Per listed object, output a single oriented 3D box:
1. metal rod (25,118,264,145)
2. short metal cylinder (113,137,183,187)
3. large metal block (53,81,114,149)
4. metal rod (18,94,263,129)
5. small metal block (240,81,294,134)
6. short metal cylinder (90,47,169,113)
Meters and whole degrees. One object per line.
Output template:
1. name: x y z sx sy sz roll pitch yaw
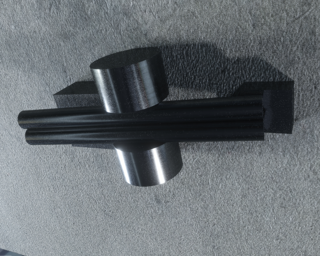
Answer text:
1. metal rod: -0.034 0.006 0.372 0.301 0.025 0.025 -2 118 20
2. short metal cylinder: -0.014 0.031 0.399 0.080 0.080 0.050 2 119 27
3. large metal block: -0.087 -0.019 0.427 0.080 0.050 0.080 2 119 27
4. metal rod: -0.039 -0.016 0.361 0.301 0.025 0.025 -2 118 20
5. small metal block: 0.116 -0.023 0.333 0.050 0.025 0.050 3 120 27
6. short metal cylinder: -0.034 -0.057 0.355 0.080 0.080 0.050 2 119 27
